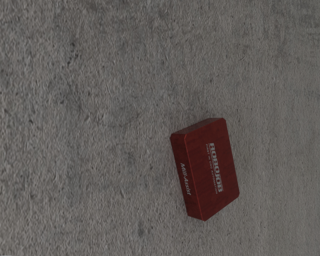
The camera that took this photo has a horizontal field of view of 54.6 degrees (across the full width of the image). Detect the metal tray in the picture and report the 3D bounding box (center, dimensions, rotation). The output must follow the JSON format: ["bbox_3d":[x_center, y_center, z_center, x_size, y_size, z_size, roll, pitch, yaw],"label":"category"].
[{"bbox_3d":[0.069,0.058,0.459,0.091,0.030,0.129,-22,104,-38],"label":"metal tray"}]
